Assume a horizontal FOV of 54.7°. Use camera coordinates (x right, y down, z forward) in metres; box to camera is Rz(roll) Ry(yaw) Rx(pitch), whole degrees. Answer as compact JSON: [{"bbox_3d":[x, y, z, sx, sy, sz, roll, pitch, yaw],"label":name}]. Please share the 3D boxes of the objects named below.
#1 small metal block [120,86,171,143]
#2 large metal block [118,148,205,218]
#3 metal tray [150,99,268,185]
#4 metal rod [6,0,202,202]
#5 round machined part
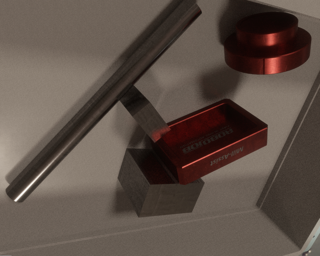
[{"bbox_3d":[-0.019,-0.017,0.373,0.025,0.050,0.050,-40,130,-2],"label":"small metal block"},{"bbox_3d":[-0.001,0.071,0.418,0.081,0.080,0.050,4,116,-31],"label":"large metal block"},{"bbox_3d":[0.063,0.013,0.410,0.131,0.090,0.030,-23,127,-15],"label":"metal tray"},{"bbox_3d":[-0.066,-0.029,0.355,0.300,0.025,0.025,-46,130,4],"label":"metal rod"},{"bbox_3d":[0.125,-0.105,0.367,0.099,0.098,0.042,-24,127,-14],"label":"round machined part"}]
